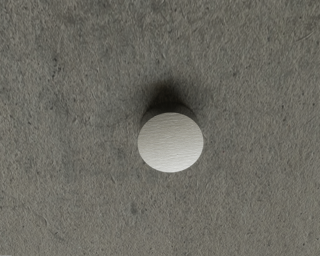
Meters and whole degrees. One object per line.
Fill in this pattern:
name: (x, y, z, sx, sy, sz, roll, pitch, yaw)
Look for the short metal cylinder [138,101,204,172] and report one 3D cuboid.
short metal cylinder: (0.013, 0.010, 0.402, 0.081, 0.050, 0.079, 0, 110, -1)
